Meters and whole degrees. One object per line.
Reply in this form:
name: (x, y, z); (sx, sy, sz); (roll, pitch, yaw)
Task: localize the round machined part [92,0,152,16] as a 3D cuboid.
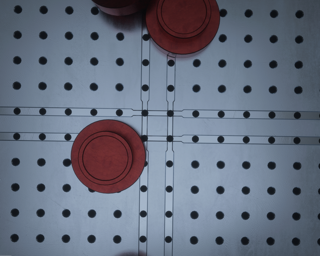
round machined part: (-0.046, -0.190, 0.397); (0.098, 0.042, 0.098); (-1, 84, 12)

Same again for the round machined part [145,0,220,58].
round machined part: (0.030, -0.145, 0.405); (0.099, 0.042, 0.097); (0, 90, 0)

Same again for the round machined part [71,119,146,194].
round machined part: (-0.068, 0.037, 0.404); (0.099, 0.042, 0.097); (0, 90, 0)
